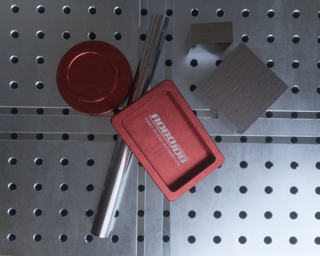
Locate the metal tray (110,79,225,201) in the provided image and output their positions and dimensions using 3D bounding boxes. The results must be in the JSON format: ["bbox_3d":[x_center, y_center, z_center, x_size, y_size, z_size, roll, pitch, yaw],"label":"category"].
[{"bbox_3d":[0.010,0.015,0.395,0.090,0.030,0.130,-36,100,-7],"label":"metal tray"}]

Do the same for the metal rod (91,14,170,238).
[{"bbox_3d":[-0.039,-0.003,0.412,0.025,0.025,0.298,16,90,-1],"label":"metal rod"}]

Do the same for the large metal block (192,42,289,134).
[{"bbox_3d":[0.101,-0.049,0.402,0.080,0.050,0.080,44,90,-1],"label":"large metal block"}]

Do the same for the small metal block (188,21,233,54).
[{"bbox_3d":[0.063,-0.116,0.402,0.050,0.050,0.025,-4,90,-1],"label":"small metal block"}]

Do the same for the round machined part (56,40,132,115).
[{"bbox_3d":[-0.086,-0.066,0.404,0.099,0.042,0.097,0,90,-1],"label":"round machined part"}]
